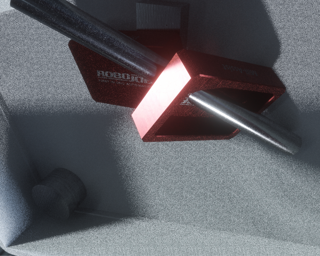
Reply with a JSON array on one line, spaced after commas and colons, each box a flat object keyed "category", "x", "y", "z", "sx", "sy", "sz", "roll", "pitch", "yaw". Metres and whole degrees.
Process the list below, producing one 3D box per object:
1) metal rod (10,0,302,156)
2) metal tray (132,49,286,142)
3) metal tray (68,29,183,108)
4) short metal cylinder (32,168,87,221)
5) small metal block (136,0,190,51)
[{"category": "metal rod", "x": 0.019, "y": -0.042, "z": 0.288, "sx": 0.302, "sy": 0.025, "sz": 0.025, "roll": 26, "pitch": 132, "yaw": -21}, {"category": "metal tray", "x": 0.050, "y": -0.025, "z": 0.303, "sx": 0.089, "sy": 0.131, "sz": 0.030, "roll": -50, "pitch": 53, "yaw": 39}, {"category": "metal tray", "x": -0.034, "y": -0.066, "z": 0.361, "sx": 0.130, "sy": 0.030, "sz": 0.090, "roll": 11, "pitch": 139, "yaw": 27}, {"category": "short metal cylinder", "x": -0.181, "y": 0.119, "z": 0.559, "sx": 0.080, "sy": 0.050, "sz": 0.079, "roll": 13, "pitch": 124, "yaw": 20}, {"category": "small metal block", "x": 0.003, "y": -0.110, "z": 0.338, "sx": 0.050, "sy": 0.025, "sz": 0.050, "roll": 14, "pitch": 124, "yaw": 19}]
